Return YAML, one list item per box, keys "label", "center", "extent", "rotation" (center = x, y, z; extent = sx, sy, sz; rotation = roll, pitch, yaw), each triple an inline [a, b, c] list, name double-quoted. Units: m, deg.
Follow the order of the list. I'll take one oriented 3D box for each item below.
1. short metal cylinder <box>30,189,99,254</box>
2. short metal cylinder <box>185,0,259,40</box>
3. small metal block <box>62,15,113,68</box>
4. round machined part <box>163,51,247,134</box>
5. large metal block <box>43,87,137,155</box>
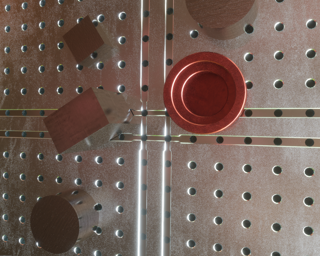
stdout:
- label: "short metal cylinder"
  center: [-0.136, 0.131, 0.446]
  extent: [0.080, 0.050, 0.079]
  rotation: [0, 90, 19]
- label: "short metal cylinder"
  center: [0.076, -0.152, 0.372]
  extent: [0.080, 0.050, 0.079]
  rotation: [0, 90, 19]
- label: "small metal block"
  center: [-0.104, -0.125, 0.448]
  extent: [0.050, 0.025, 0.050]
  rotation: [-33, 80, 16]
- label: "round machined part"
  center: [0.057, -0.041, 0.383]
  extent: [0.098, 0.042, 0.097]
  rotation: [0, 90, 19]
- label: "large metal block"
  center: [-0.090, -0.008, 0.414]
  extent: [0.080, 0.080, 0.050]
  rotation: [-30, 80, 17]
